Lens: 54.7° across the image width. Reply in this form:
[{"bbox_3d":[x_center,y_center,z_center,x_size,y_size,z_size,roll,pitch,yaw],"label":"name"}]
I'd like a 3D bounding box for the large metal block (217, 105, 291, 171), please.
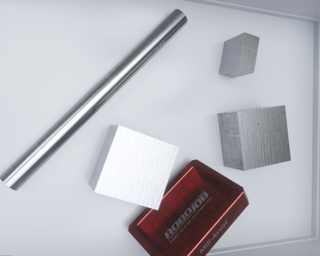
[{"bbox_3d":[0.136,0.012,0.449,0.081,0.050,0.079,-8,93,-20],"label":"large metal block"}]

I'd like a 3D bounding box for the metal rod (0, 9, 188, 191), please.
[{"bbox_3d":[-0.071,-0.044,0.384,0.025,0.025,0.301,47,75,-15],"label":"metal rod"}]

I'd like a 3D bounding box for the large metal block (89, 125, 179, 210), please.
[{"bbox_3d":[-0.033,0.047,0.386,0.080,0.050,0.080,21,83,-19],"label":"large metal block"}]

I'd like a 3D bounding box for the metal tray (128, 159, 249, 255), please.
[{"bbox_3d":[0.035,0.109,0.388,0.130,0.090,0.030,-44,132,-15],"label":"metal tray"}]

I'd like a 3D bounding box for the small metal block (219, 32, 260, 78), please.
[{"bbox_3d":[0.111,-0.102,0.440,0.025,0.050,0.050,12,86,-20],"label":"small metal block"}]
